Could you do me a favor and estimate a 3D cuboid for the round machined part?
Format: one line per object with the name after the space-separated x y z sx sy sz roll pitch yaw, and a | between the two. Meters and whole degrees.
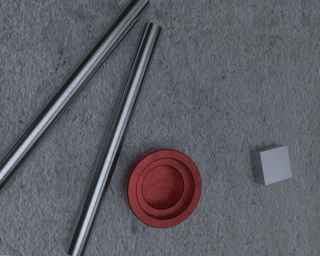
0.001 0.075 0.401 0.099 0.042 0.097 0 90 -20 | round machined part

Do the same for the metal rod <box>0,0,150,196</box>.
-0.107 -0.045 0.369 0.025 0.025 0.300 39 78 -16 | metal rod

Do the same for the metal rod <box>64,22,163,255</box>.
-0.055 0.009 0.388 0.025 0.025 0.299 21 83 -19 | metal rod

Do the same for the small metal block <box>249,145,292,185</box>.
0.169 0.055 0.472 0.050 0.025 0.050 -12 94 -20 | small metal block
